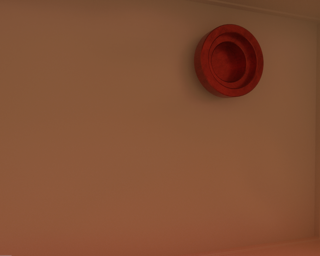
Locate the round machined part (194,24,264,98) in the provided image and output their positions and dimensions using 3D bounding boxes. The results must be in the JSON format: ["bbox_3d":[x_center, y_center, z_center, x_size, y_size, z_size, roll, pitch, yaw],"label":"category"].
[{"bbox_3d":[0.092,-0.091,0.435,0.099,0.042,0.097,0,90,-20],"label":"round machined part"}]
